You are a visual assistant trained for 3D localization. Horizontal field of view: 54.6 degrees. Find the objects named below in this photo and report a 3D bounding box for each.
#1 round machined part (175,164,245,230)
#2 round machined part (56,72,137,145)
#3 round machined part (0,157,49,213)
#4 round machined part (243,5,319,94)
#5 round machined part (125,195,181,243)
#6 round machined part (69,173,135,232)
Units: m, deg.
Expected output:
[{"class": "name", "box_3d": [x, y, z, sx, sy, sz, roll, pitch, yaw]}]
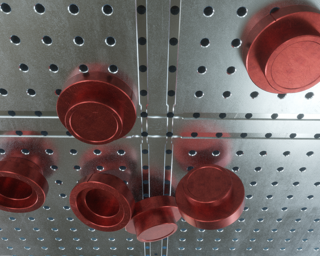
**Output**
[{"class": "round machined part", "box_3d": [0.069, 0.090, 0.440, 0.098, 0.098, 0.042, -10, 129, 8]}, {"class": "round machined part", "box_3d": [-0.079, -0.017, 0.385, 0.099, 0.042, 0.097, 0, 130, 0]}, {"class": "round machined part", "box_3d": [-0.218, 0.082, 0.469, 0.099, 0.042, 0.097, 0, 130, 0]}, {"class": "round machined part", "box_3d": [0.144, -0.077, 0.336, 0.099, 0.042, 0.097, 0, 130, 0]}, {"class": "round machined part", "box_3d": [-0.009, 0.155, 0.514, 0.099, 0.042, 0.098, -12, 141, -10]}, {"class": "round machined part", "box_3d": [-0.086, 0.110, 0.482, 0.098, 0.042, 0.097, 6, 119, 11]}]
